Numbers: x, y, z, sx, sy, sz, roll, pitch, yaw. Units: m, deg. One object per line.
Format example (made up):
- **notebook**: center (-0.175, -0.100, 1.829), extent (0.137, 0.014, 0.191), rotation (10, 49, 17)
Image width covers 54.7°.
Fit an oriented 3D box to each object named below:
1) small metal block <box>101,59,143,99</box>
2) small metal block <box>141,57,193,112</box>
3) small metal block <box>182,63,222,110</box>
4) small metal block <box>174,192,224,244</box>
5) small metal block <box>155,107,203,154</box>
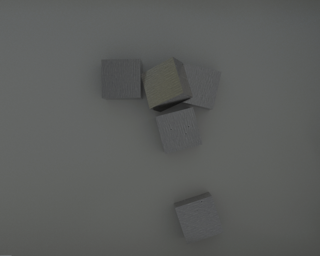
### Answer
- **small metal block**: center (-0.049, -0.064, 0.409), extent (0.050, 0.025, 0.050), rotation (-1, 90, 3)
- **small metal block**: center (0.008, -0.054, 0.394), extent (0.050, 0.025, 0.050), rotation (-24, 71, 28)
- **small metal block**: center (0.050, -0.054, 0.412), extent (0.050, 0.025, 0.050), rotation (13, 90, -1)
- **small metal block**: center (0.051, 0.119, 0.412), extent (0.050, 0.025, 0.050), rotation (-18, 90, -1)
- **small metal block**: center (0.025, 0.003, 0.412), extent (0.050, 0.025, 0.050), rotation (-15, 90, -1)
